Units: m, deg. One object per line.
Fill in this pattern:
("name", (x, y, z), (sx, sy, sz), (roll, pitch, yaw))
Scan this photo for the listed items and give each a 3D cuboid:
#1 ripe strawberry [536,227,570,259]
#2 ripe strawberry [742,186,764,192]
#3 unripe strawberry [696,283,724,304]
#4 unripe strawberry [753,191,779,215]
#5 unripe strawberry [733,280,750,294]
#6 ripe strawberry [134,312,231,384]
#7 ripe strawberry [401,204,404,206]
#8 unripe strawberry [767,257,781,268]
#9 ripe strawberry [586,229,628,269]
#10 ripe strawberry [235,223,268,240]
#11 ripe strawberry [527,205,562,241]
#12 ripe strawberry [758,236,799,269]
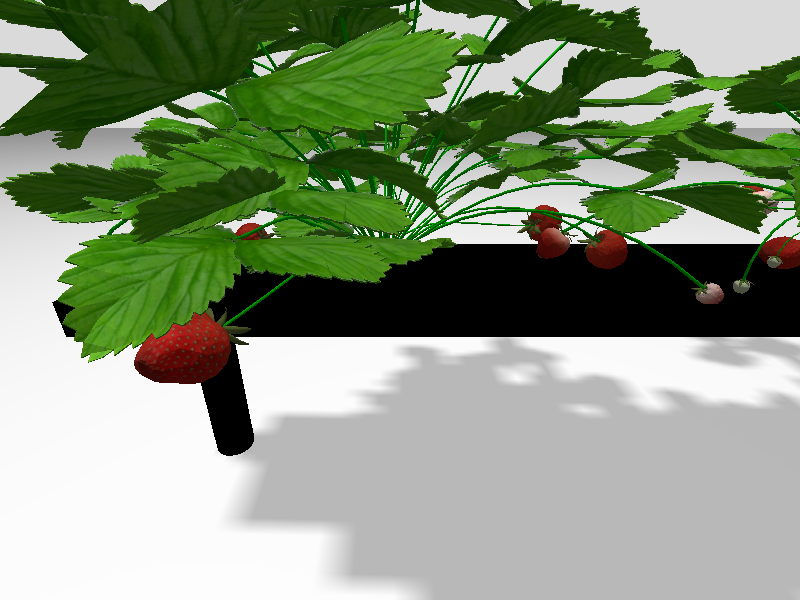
("ripe strawberry", (0.147, -0.053, 0.389), (0.030, 0.031, 0.029), (38, 23, -12))
("ripe strawberry", (0.501, -0.150, 0.579), (0.033, 0.038, 0.036), (7, 25, 14))
("unripe strawberry", (0.227, -0.004, 0.292), (0.016, 0.016, 0.014), (37, 31, 1))
("unripe strawberry", (0.480, -0.130, 0.538), (0.040, 0.034, 0.040), (6, 25, 12))
("unripe strawberry", (0.262, -0.010, 0.308), (0.010, 0.010, 0.011), (-9, 27, -19))
("ripe strawberry", (-0.112, 0.024, 0.205), (0.043, 0.037, 0.043), (13, 29, 26))
("ripe strawberry", (-0.003, -0.121, 0.543), (0.019, 0.020, 0.020), (2, -22, 3))
("unripe strawberry", (0.327, -0.033, 0.350), (0.010, 0.010, 0.009), (-4, 25, -9))
("ripe strawberry", (0.190, -0.045, 0.365), (0.035, 0.035, 0.033), (32, 21, -14))
("ripe strawberry", (-0.149, -0.061, 0.396), (0.031, 0.031, 0.035), (6, 26, 13))
("ripe strawberry", (0.159, -0.084, 0.436), (0.038, 0.040, 0.035), (-11, 27, -23))
("ripe strawberry", (0.340, -0.042, 0.358), (0.030, 0.029, 0.033), (-2, 25, -4))
